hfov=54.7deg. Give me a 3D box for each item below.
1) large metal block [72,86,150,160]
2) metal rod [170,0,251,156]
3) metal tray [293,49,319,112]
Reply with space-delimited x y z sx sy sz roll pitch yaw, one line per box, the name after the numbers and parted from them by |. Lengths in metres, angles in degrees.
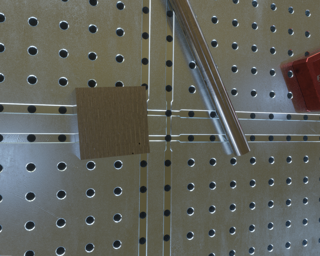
-0.061 -0.007 0.377 0.081 0.050 0.079 -4 92 -20 | large metal block
0.060 -0.099 0.434 0.025 0.025 0.299 -27 99 -18 | metal rod
0.292 -0.092 0.516 0.131 0.030 0.090 -25 99 -18 | metal tray
